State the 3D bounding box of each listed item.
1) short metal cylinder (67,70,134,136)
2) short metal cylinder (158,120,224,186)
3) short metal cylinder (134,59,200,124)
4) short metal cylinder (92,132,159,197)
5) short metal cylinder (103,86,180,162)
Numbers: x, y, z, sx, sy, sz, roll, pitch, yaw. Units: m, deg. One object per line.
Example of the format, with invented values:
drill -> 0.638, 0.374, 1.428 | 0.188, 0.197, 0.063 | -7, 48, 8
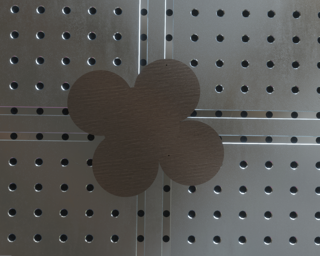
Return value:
short metal cylinder -> -0.072, -0.030, 0.399 | 0.081, 0.050, 0.079 | 0, 90, -1
short metal cylinder -> 0.038, 0.030, 0.401 | 0.081, 0.050, 0.079 | 0, 90, -1
short metal cylinder -> 0.008, -0.044, 0.400 | 0.081, 0.050, 0.079 | 0, 90, -1
short metal cylinder -> -0.042, 0.044, 0.400 | 0.081, 0.050, 0.079 | 0, 90, -1
short metal cylinder -> -0.020, -0.005, 0.349 | 0.081, 0.050, 0.079 | 0, 92, -1
